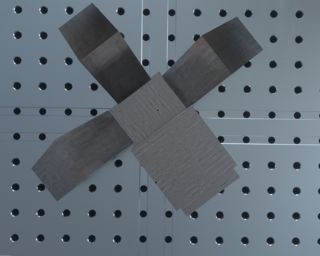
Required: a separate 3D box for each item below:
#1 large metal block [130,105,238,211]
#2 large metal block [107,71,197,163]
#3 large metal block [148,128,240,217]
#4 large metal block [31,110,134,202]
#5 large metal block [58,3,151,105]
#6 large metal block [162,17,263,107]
[{"bbox_3d":[0.025,0.031,0.350,0.080,0.050,0.080,-37,91,-1],"label":"large metal block"},{"bbox_3d":[-0.008,-0.013,0.401,0.080,0.050,0.080,-38,90,0],"label":"large metal block"},{"bbox_3d":[0.041,0.052,0.400,0.080,0.050,0.080,-37,89,-1],"label":"large metal block"},{"bbox_3d":[-0.092,0.033,0.370,0.050,0.080,0.080,52,132,1],"label":"large metal block"},{"bbox_3d":[-0.065,-0.088,0.370,0.050,0.080,0.080,-38,51,0],"label":"large metal block"},{"bbox_3d":[0.062,-0.077,0.371,0.050,0.080,0.080,52,50,0],"label":"large metal block"}]
